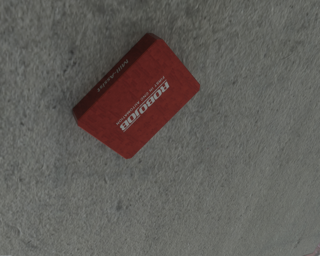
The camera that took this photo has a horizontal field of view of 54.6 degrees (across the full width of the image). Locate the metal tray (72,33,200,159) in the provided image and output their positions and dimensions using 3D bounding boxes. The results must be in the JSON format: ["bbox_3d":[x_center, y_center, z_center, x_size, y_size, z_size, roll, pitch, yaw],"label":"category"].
[{"bbox_3d":[-0.026,-0.034,0.368,0.130,0.030,0.090,-45,129,3],"label":"metal tray"}]
